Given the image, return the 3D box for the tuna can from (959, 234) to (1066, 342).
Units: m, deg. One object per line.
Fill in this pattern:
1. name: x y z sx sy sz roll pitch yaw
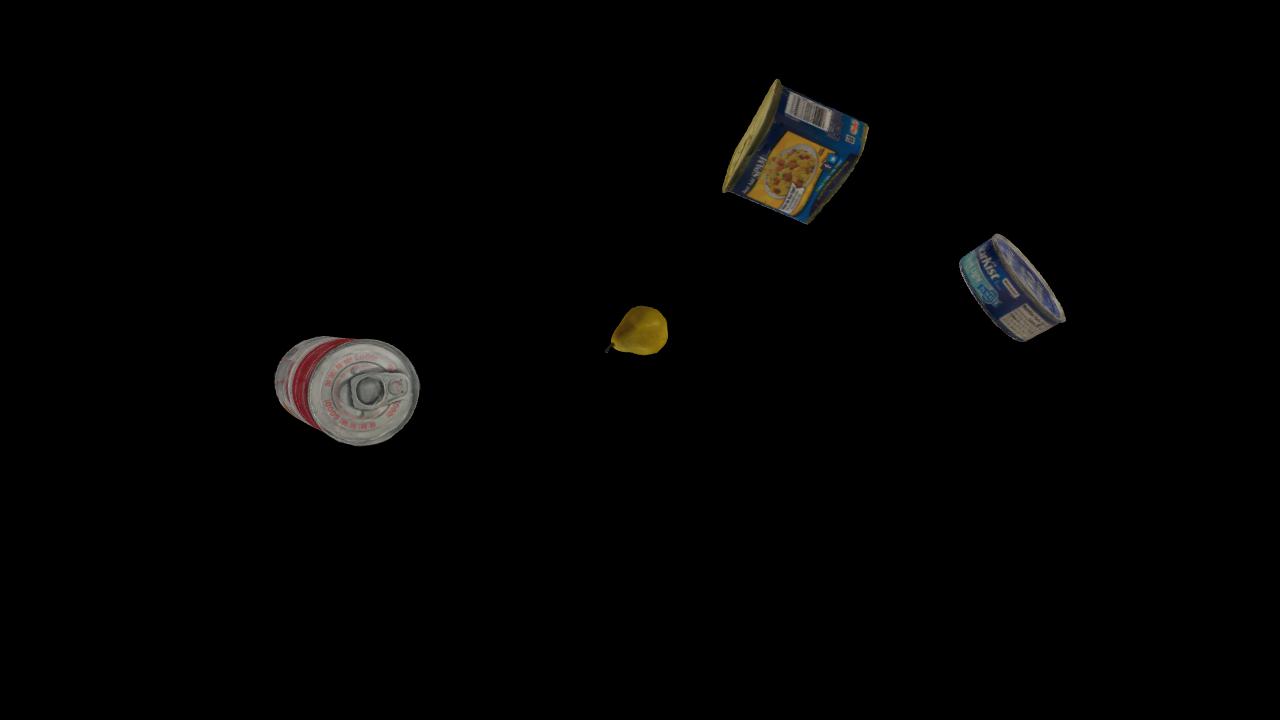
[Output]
1. tuna can: 0.291 -0.056 0.484 0.084 0.084 0.034 0 -30 -44

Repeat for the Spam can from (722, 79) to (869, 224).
1. Spam can: 0.129 -0.172 0.524 0.085 0.058 0.101 21 -28 -6

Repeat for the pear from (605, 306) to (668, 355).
1. pear: -0.013 -0.042 0.968 0.111 0.080 0.080 -13 7 -31

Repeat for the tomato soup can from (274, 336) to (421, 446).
1. tomato soup can: -0.204 0.018 0.421 0.068 0.068 0.101 0 3 -42
